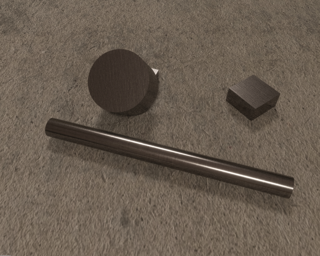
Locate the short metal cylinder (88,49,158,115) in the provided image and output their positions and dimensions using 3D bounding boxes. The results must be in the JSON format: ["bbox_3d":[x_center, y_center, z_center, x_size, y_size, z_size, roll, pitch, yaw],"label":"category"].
[{"bbox_3d":[-0.047,-0.058,0.410,0.080,0.050,0.080,-1,87,12],"label":"short metal cylinder"}]

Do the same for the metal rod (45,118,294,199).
[{"bbox_3d":[0.002,0.033,0.375,0.301,0.025,0.025,13,51,10],"label":"metal rod"}]

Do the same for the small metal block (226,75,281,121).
[{"bbox_3d":[0.132,-0.044,0.442,0.050,0.025,0.050,-29,56,-23],"label":"small metal block"}]

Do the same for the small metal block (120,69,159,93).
[{"bbox_3d":[-0.034,-0.067,0.459,0.050,0.025,0.050,16,52,12],"label":"small metal block"}]
